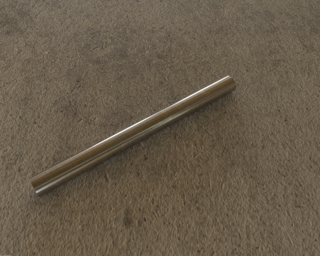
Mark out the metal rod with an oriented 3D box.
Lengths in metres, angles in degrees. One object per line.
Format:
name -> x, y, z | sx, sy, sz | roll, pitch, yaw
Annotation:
metal rod -> -0.018, 0.001, 0.405 | 0.302, 0.025, 0.025 | -29, 56, -22
